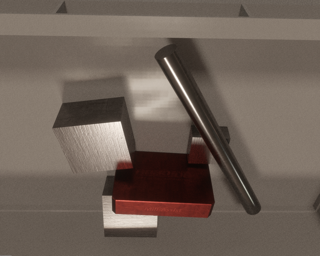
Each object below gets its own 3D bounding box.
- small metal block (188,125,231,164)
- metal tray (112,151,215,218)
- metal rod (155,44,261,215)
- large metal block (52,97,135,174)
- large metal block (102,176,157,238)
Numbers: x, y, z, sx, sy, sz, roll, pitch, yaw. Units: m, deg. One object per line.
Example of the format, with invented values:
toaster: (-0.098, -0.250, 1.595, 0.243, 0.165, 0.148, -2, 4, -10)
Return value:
small metal block: (0.066, 0.024, 0.431, 0.050, 0.025, 0.050, 2, 130, -3)
metal tray: (0.004, 0.076, 0.430, 0.131, 0.090, 0.030, 4, 130, -4)
metal rod: (0.075, 0.024, 0.397, 0.025, 0.025, 0.299, -22, 127, 17)
large metal block: (-0.080, 0.010, 0.400, 0.080, 0.050, 0.080, -6, 130, 4)
large metal block: (-0.044, 0.123, 0.484, 0.081, 0.050, 0.079, 1, 116, -2)
